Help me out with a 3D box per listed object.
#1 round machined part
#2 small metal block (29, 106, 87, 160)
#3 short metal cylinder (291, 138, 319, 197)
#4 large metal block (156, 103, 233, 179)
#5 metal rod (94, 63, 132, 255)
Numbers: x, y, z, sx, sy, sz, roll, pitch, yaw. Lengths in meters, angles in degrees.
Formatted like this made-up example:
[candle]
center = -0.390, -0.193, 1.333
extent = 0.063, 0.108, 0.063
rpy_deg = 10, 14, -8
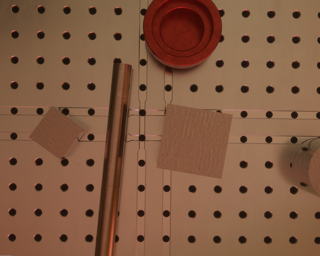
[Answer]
[round machined part]
center = 0.028, -0.126, 0.405
extent = 0.099, 0.042, 0.097
rpy_deg = 0, 90, -1
[small metal block]
center = -0.134, 0.006, 0.412
extent = 0.050, 0.025, 0.050
rpy_deg = 36, 90, -1
[short metal cylinder]
center = 0.222, 0.053, 0.404
extent = 0.081, 0.050, 0.079
rpy_deg = 0, 90, -1
[large metal block]
center = 0.042, 0.016, 0.402
extent = 0.080, 0.050, 0.080
rpy_deg = 10, 90, -1
[metal rod]
center = -0.064, 0.064, 0.412
extent = 0.025, 0.025, 0.298
rpy_deg = 6, 90, -1
